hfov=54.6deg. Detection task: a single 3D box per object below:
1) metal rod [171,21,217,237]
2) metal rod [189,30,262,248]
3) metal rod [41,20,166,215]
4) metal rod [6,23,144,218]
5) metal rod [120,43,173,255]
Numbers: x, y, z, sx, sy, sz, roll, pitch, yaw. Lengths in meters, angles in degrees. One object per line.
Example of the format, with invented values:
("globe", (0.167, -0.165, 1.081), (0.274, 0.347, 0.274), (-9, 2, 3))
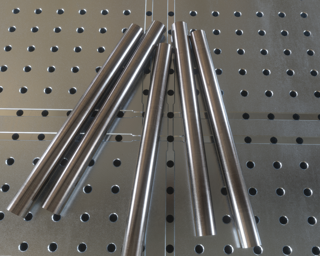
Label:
("metal rod", (0.042, -0.013, 0.417), (0.025, 0.025, 0.299), (-5, 70, -2))
("metal rod", (0.081, 0.000, 0.412), (0.025, 0.025, 0.299), (-9, 70, -3))
("metal rod", (-0.067, -0.027, 0.421), (0.025, 0.025, 0.300), (25, 72, 8))
("metal rod", (-0.104, -0.023, 0.419), (0.025, 0.025, 0.300), (26, 72, 9))
("metal rod", (-0.014, 0.021, 0.404), (0.025, 0.025, 0.299), (8, 70, 3))
